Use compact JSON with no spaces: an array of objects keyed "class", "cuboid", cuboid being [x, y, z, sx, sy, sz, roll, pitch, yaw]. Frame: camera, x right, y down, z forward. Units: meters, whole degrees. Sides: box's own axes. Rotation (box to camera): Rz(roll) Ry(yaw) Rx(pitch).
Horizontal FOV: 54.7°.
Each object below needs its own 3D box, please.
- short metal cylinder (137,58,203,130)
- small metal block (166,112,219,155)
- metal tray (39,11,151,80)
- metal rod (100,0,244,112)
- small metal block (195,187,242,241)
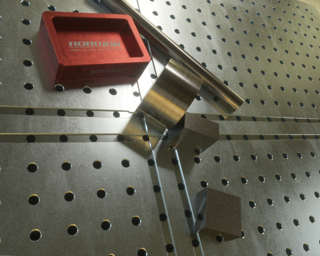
[{"class":"short metal cylinder","cuboid":[0.012,-0.045,0.408,0.050,0.080,0.080,34,51,-7]},{"class":"small metal block","cuboid":[0.043,0.008,0.412,0.050,0.050,0.025,19,54,-18]},{"class":"metal tray","cuboid":[-0.087,-0.115,0.429,0.131,0.030,0.090,-11,67,-33]},{"class":"metal rod","cuboid":[0.012,-0.131,0.496,0.300,0.025,0.025,40,51,-2]},{"class":"small metal block","cuboid":[0.072,0.107,0.384,0.050,0.025,0.050,20,54,-17]}]
